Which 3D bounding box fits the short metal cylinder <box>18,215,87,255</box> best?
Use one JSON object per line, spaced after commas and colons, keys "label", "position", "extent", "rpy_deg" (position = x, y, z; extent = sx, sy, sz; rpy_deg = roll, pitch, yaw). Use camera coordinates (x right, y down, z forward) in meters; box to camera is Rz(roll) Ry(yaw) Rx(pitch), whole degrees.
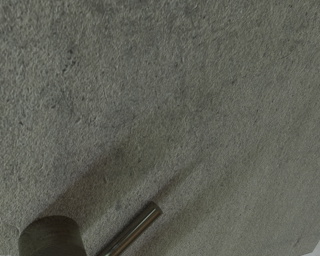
{"label": "short metal cylinder", "position": [-0.144, 0.165, 0.414], "extent": [0.081, 0.050, 0.079], "rpy_deg": [-14, 124, -21]}

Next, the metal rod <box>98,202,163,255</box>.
{"label": "metal rod", "position": [-0.109, 0.230, 0.489], "extent": [0.300, 0.025, 0.025], "rpy_deg": [-46, 129, 3]}
